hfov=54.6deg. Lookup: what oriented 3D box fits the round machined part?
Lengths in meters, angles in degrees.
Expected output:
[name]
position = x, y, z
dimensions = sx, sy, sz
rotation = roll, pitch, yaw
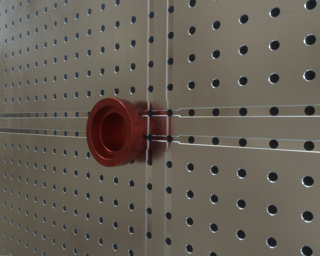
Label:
[round machined part]
position = -0.060, 0.006, 0.449
dimensions = 0.098, 0.042, 0.097
rotation = 0, 90, 40
